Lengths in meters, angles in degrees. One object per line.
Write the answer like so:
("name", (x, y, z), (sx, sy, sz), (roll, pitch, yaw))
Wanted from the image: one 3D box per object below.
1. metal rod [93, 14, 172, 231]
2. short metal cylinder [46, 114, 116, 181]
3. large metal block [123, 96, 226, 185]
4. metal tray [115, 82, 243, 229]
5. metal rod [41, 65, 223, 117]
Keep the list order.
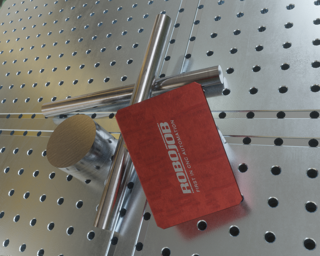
("metal rod", (-0.032, -0.019, 0.412), (0.025, 0.025, 0.299), (5, 72, 30))
("short metal cylinder", (-0.109, 0.028, 0.432), (0.080, 0.050, 0.080), (-13, 56, 21))
("large metal block", (0.018, 0.019, 0.372), (0.080, 0.050, 0.080), (31, 79, 38))
("metal tray", (0.020, 0.028, 0.321), (0.090, 0.030, 0.129), (-20, 94, 6))
("metal rod", (-0.056, -0.051, 0.468), (0.301, 0.025, 0.025), (-8, 58, 23))
